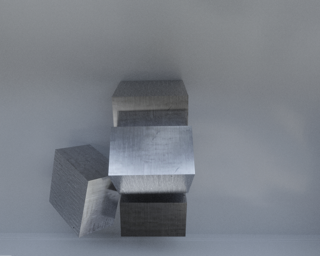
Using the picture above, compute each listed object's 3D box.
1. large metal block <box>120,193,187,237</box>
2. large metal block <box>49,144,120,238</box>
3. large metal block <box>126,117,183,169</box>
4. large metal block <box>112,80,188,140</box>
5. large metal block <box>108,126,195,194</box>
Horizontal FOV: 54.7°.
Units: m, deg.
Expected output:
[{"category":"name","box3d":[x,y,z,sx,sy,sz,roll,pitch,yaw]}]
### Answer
[{"category":"large metal block","box3d":[-0.008,0.099,0.416,0.081,0.080,0.050,0,110,-1]},{"category":"large metal block","box3d":[-0.097,0.077,0.399,0.050,0.080,0.079,-7,119,-44]},{"category":"large metal block","box3d":[-0.010,0.031,0.409,0.081,0.050,0.079,-1,110,0]},{"category":"large metal block","box3d":[-0.010,-0.024,0.370,0.081,0.080,0.050,-1,110,0]},{"category":"large metal block","box3d":[-0.008,0.037,0.334,0.081,0.080,0.050,-1,65,0]}]
